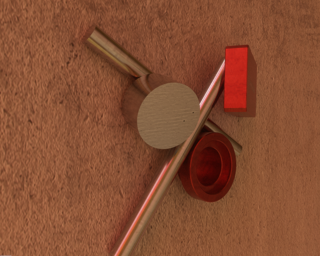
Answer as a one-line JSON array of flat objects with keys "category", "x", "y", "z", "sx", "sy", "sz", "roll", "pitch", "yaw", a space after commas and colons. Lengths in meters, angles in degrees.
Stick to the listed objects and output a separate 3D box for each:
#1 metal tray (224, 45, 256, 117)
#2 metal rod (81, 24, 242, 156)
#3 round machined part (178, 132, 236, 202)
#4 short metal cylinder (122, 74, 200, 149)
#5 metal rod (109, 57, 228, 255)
[{"category": "metal tray", "x": 0.125, "y": -0.065, "z": 0.470, "sx": 0.130, "sy": 0.030, "sz": 0.089, "roll": 4, "pitch": 87, "yaw": -68}, {"category": "metal rod", "x": 0.023, "y": -0.034, "z": 0.426, "sx": 0.301, "sy": 0.025, "sz": 0.025, "roll": 35, "pitch": 69, "yaw": -35}, {"category": "round machined part", "x": 0.063, "y": 0.055, "z": 0.448, "sx": 0.099, "sy": 0.042, "sz": 0.097, "roll": 0, "pitch": 90, "yaw": -40}, {"category": "short metal cylinder", "x": 0.001, "y": -0.021, "z": 0.373, "sx": 0.081, "sy": 0.050, "sz": 0.079, "roll": -11, "pitch": 115, "yaw": -24}, {"category": "metal rod", "x": 0.024, "y": 0.030, "z": 0.404, "sx": 0.025, "sy": 0.025, "sz": 0.300, "roll": 41, "pitch": 72, "yaw": -33}]
